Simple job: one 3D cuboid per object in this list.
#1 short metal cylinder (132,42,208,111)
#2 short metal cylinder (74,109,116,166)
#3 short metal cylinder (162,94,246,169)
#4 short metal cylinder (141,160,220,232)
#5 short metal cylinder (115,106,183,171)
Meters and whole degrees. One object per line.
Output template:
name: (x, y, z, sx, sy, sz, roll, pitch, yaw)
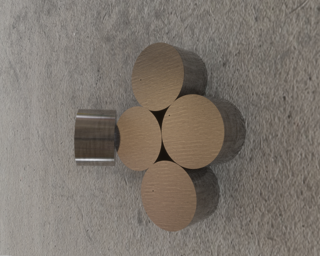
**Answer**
short metal cylinder: (0.011, -0.060, 0.381, 0.080, 0.050, 0.080, 0, 90, 40)
short metal cylinder: (-0.088, 0.014, 0.436, 0.080, 0.050, 0.080, -177, 88, -84)
short metal cylinder: (0.049, 0.004, 0.350, 0.080, 0.050, 0.080, 0, 90, 40)
short metal cylinder: (0.024, 0.077, 0.371, 0.080, 0.050, 0.080, 0, 90, 40)
short metal cylinder: (-0.013, 0.013, 0.401, 0.080, 0.050, 0.080, 0, 90, 40)
